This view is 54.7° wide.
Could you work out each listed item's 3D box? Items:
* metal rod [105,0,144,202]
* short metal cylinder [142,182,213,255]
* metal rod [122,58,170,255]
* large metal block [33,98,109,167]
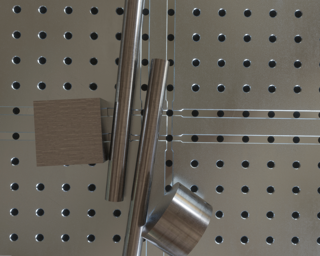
[{"bbox_3d":[-0.046,-0.053,0.412,0.025,0.025,0.298,6,90,0],"label":"metal rod"},{"bbox_3d":[0.021,0.115,0.386,0.050,0.080,0.080,36,90,0],"label":"short metal cylinder"},{"bbox_3d":[-0.021,0.058,0.413,0.025,0.025,0.298,9,90,0],"label":"metal rod"},{"bbox_3d":[-0.111,0.005,0.400,0.081,0.050,0.080,-3,90,0],"label":"large metal block"}]
